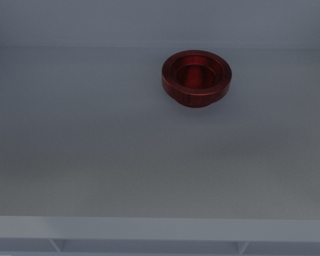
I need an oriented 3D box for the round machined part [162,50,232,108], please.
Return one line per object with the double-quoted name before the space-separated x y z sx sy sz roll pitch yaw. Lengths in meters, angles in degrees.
"round machined part" 0.052 -0.067 0.451 0.099 0.042 0.098 0 50 0
